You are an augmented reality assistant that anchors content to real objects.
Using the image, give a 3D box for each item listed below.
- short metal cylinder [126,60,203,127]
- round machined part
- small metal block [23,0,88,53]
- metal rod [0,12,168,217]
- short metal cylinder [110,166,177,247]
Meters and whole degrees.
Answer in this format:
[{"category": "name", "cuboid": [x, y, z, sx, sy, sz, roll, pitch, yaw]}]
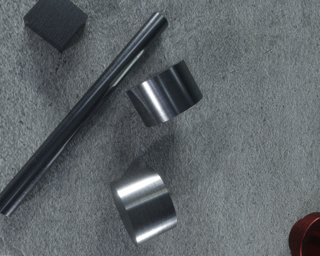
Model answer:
[{"category": "short metal cylinder", "cuboid": [0.005, -0.043, 0.382, 0.080, 0.080, 0.050, -32, 101, -17]}, {"category": "round machined part", "cuboid": [0.246, 0.181, 0.491, 0.099, 0.042, 0.097, 0, 90, -20]}, {"category": "small metal block", "cuboid": [-0.122, -0.127, 0.364, 0.050, 0.025, 0.050, 38, 78, -16]}, {"category": "metal rod", "cuboid": [-0.088, -0.026, 0.376, 0.025, 0.025, 0.300, 41, 77, -16]}, {"category": "short metal cylinder", "cuboid": [-0.021, 0.093, 0.372, 0.050, 0.080, 0.080, -21, 97, -19]}]
